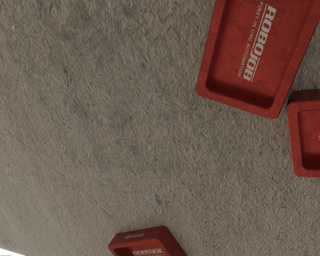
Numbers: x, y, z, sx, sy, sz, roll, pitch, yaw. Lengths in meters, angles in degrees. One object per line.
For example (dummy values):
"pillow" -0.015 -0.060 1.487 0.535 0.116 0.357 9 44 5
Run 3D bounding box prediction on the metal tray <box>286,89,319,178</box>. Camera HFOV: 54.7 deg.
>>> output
"metal tray" 0.198 0.005 0.302 0.130 0.030 0.089 -2 118 29

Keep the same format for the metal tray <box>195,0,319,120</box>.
"metal tray" 0.093 -0.081 0.304 0.090 0.030 0.129 21 126 16

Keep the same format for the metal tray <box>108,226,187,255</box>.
"metal tray" -0.021 0.226 0.554 0.130 0.030 0.090 -23 106 36
